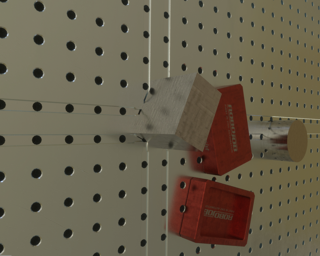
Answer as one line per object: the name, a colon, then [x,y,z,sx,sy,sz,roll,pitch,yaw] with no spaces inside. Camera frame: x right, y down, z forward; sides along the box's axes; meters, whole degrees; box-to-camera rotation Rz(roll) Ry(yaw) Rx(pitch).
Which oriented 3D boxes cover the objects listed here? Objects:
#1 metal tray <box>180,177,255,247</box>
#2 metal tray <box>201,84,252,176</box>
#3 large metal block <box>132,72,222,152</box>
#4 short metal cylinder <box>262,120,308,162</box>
metal tray: [0.095,0.134,0.488,0.131,0.030,0.090,21,77,-38]
metal tray: [0.102,0.001,0.494,0.091,0.030,0.129,-17,101,-39]
large metal block: [0.021,-0.018,0.393,0.050,0.080,0.080,33,70,-36]
short metal cylinder: [0.243,0.024,0.601,0.081,0.050,0.079,0,90,-40]
